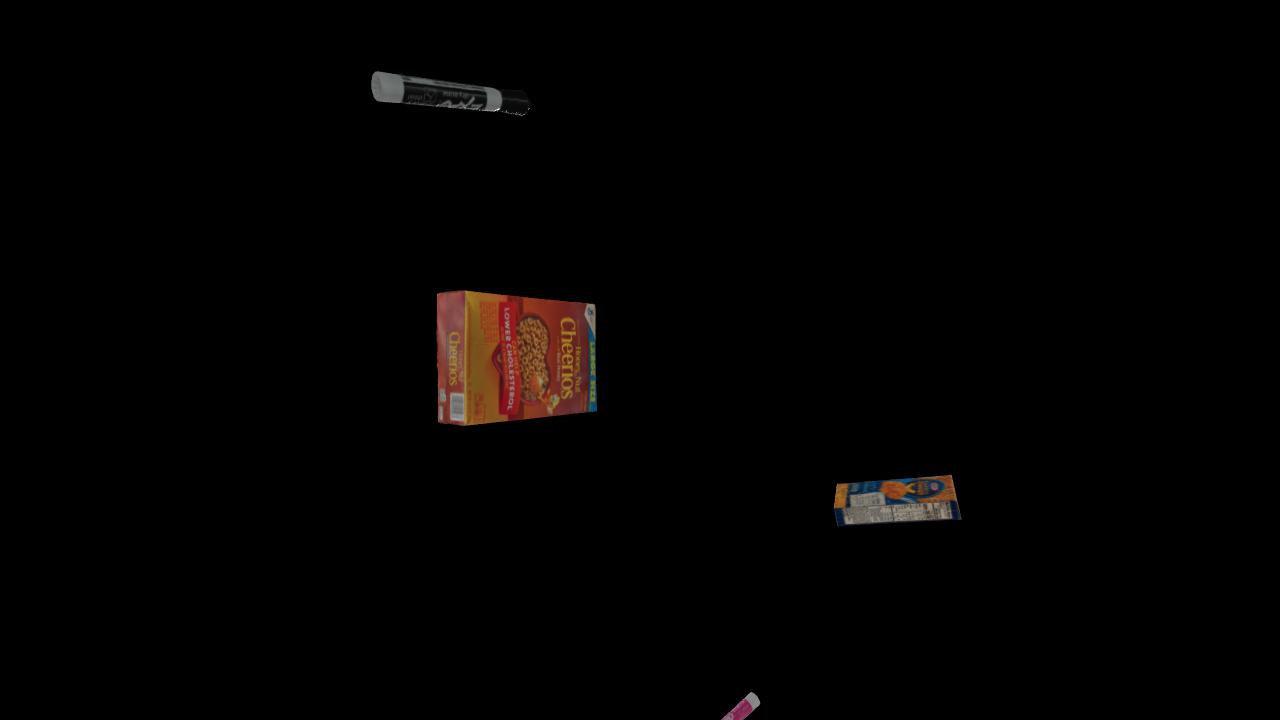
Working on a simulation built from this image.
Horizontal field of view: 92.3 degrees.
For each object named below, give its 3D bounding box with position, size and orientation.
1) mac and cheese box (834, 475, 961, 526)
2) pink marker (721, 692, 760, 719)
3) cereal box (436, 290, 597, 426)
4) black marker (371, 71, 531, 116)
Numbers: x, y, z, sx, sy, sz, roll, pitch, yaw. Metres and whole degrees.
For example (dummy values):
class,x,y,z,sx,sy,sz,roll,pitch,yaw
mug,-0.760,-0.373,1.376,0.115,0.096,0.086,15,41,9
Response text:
class,x,y,z,sx,sy,sz,roll,pitch,yaw
mac and cheese box,0.417,0.230,1.007,0.184,0.041,0.093,-11,10,24
pink marker,0.110,0.483,0.808,0.121,0.020,0.020,-24,13,-31
cereal box,-0.193,-0.004,1.033,0.081,0.203,0.306,0,0,36
black marker,-0.134,-0.195,0.453,0.121,0.020,0.020,-14,10,-42
